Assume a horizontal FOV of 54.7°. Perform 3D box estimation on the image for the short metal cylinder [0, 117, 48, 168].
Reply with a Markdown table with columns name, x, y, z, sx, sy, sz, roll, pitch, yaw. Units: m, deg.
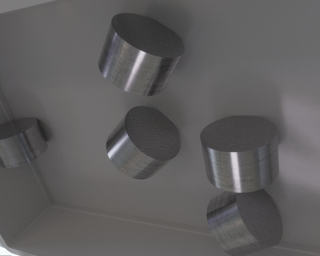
| name | x | y | z | sx | sy | sz | roll | pitch | yaw |
| --- | --- | --- | --- | --- | --- | --- | --- | --- | --- |
| short metal cylinder | -0.234 | 0.022 | 0.511 | 0.080 | 0.080 | 0.050 | 1 | 119 | 28 |

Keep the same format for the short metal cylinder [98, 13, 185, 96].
| name | x | y | z | sx | sy | sz | roll | pitch | yaw |
| --- | --- | --- | --- | --- | --- | --- | --- | --- | --- |
| short metal cylinder | -0.021 | -0.080 | 0.335 | 0.080 | 0.080 | 0.050 | 34 | 129 | 6 |

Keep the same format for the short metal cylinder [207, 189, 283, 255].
| name | x | y | z | sx | sy | sz | roll | pitch | yaw |
| --- | --- | --- | --- | --- | --- | --- | --- | --- | --- |
| short metal cylinder | 0.106 | 0.113 | 0.388 | 0.080 | 0.080 | 0.050 | 46 | 129 | -4 |

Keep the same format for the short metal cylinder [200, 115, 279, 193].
| name | x | y | z | sx | sy | sz | roll | pitch | yaw |
| --- | --- | --- | --- | --- | --- | --- | --- | --- | --- |
| short metal cylinder | 0.088 | 0.026 | 0.343 | 0.080 | 0.080 | 0.050 | 2 | 119 | 27 |

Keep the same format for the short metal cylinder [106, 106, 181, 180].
| name | x | y | z | sx | sy | sz | roll | pitch | yaw |
| --- | --- | --- | --- | --- | --- | --- | --- | --- | --- |
| short metal cylinder | -0.021 | 0.019 | 0.396 | 0.080 | 0.080 | 0.050 | 43 | 129 | -2 |
